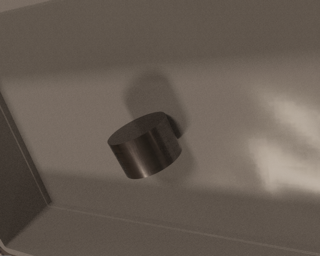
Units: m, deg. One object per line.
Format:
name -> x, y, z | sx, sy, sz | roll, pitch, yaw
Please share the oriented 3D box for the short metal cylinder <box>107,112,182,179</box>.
short metal cylinder -> -0.019, 0.021, 0.395 | 0.080, 0.080, 0.050 | -14, 111, 33
